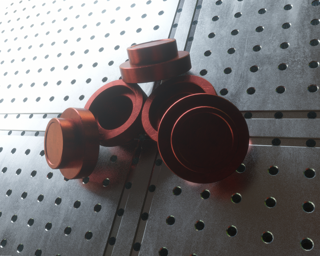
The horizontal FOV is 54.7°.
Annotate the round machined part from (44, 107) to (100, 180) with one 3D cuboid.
[{"bbox_3d":[-0.124,0.021,0.418,0.098,0.042,0.097,-3,86,50],"label":"round machined part"}]

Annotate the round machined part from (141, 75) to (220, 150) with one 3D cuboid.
[{"bbox_3d":[0.030,-0.015,0.390,0.098,0.042,0.098,-13,56,20],"label":"round machined part"}]

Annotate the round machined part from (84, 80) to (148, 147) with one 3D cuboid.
[{"bbox_3d":[-0.058,-0.017,0.435,0.098,0.042,0.098,-13,56,20],"label":"round machined part"}]

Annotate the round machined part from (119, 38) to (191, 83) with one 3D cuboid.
[{"bbox_3d":[-0.008,-0.096,0.426,0.099,0.042,0.098,-10,21,4],"label":"round machined part"}]

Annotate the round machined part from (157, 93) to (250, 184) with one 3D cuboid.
[{"bbox_3d":[0.046,0.011,0.331,0.099,0.042,0.097,0,91,3],"label":"round machined part"}]
